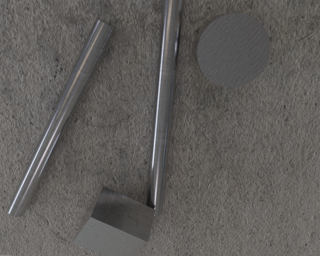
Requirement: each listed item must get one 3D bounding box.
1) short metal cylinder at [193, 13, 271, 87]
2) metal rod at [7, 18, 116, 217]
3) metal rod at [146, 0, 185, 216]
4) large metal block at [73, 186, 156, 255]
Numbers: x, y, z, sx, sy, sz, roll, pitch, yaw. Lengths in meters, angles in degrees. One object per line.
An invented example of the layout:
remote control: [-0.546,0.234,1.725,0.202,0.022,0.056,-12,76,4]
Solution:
short metal cylinder: [0.081,-0.092,0.363,0.081,0.050,0.079,0,110,0]
metal rod: [-0.136,-0.001,0.407,0.025,0.025,0.298,28,108,-10]
metal rod: [0.004,-0.018,0.403,0.025,0.025,0.298,5,110,-2]
large metal block: [-0.064,0.137,0.432,0.080,0.050,0.080,28,130,-10]
